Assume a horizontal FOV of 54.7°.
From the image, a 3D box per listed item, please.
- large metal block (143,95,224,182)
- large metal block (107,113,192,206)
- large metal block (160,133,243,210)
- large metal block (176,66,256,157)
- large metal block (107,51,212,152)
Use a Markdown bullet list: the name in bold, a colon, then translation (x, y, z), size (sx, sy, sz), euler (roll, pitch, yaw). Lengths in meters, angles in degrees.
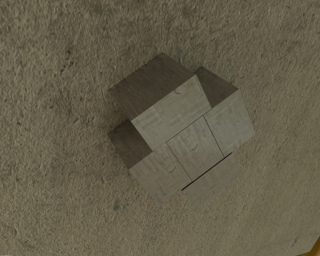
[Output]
- **large metal block**: translation (0.027, 0.008, 0.394), size (0.050, 0.080, 0.080), euler (-37, 130, -4)
- **large metal block**: translation (-0.014, 0.037, 0.390), size (0.050, 0.080, 0.080), euler (-37, 130, -4)
- **large metal block**: translation (0.054, 0.052, 0.437), size (0.080, 0.080, 0.050), euler (-36, 130, -5)
- **large metal block**: translation (0.068, -0.022, 0.399), size (0.050, 0.080, 0.080), euler (-37, 130, -4)
- **large metal block**: translation (-0.003, -0.033, 0.353), size (0.080, 0.080, 0.050), euler (-36, 130, -5)
